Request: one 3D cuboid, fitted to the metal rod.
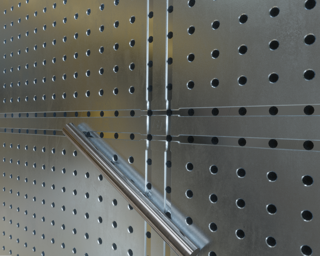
[{"bbox_3d":[-0.059,0.079,0.458,0.300,0.025,0.025,38,113,33],"label":"metal rod"}]
